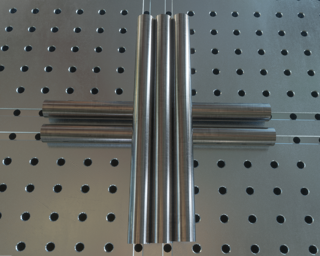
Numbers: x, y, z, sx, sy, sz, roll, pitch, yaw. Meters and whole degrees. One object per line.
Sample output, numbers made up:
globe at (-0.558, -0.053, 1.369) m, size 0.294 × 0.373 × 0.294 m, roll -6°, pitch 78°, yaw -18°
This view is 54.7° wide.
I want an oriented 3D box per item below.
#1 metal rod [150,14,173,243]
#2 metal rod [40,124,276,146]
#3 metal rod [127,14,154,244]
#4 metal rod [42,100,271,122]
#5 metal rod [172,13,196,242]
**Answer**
metal rod at (0.003, -0.014, 0.391) m, size 0.025 × 0.025 × 0.299 m, roll 1°, pitch 70°, yaw 0°
metal rod at (-0.002, 0.009, 0.408) m, size 0.302 × 0.025 × 0.025 m, roll 1°, pitch 70°, yaw 0°
metal rod at (-0.022, -0.014, 0.390) m, size 0.025 × 0.025 × 0.299 m, roll 1°, pitch 70°, yaw 0°
metal rod at (-0.004, -0.023, 0.420) m, size 0.302 × 0.025 × 0.025 m, roll 1°, pitch 70°, yaw 0°
metal rod at (0.028, -0.016, 0.392) m, size 0.025 × 0.025 × 0.299 m, roll 1°, pitch 70°, yaw 0°
